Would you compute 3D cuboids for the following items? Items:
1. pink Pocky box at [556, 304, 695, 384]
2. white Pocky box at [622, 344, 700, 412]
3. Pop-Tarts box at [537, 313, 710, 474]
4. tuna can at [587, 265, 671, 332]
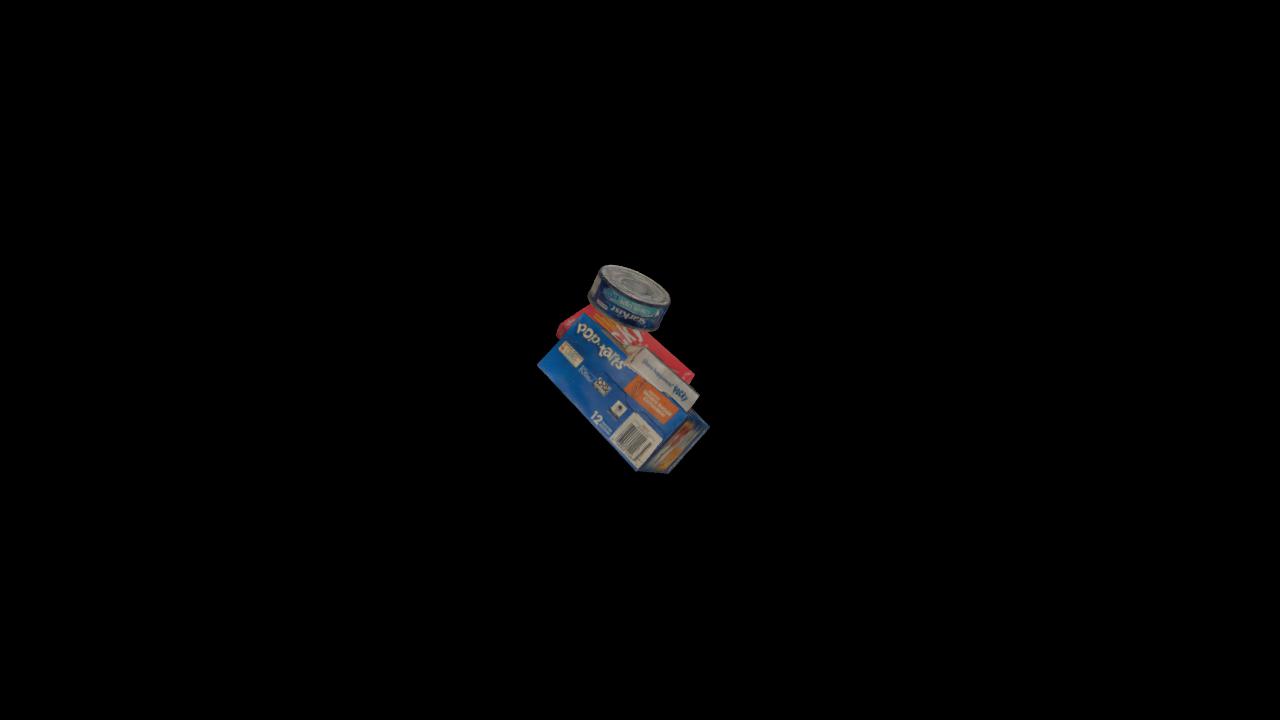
[{"bbox_3d":[-0.017,-0.006,0.734,0.084,0.155,0.029,-38,-14,-39],"label":"pink Pocky box"},{"bbox_3d":[0.007,0.016,0.703,0.084,0.028,0.154,41,-7,-14],"label":"white Pocky box"},{"bbox_3d":[-0.014,0.043,0.711,0.167,0.083,0.141,45,3,20],"label":"Pop-Tarts box"},{"bbox_3d":[-0.010,-0.066,0.647,0.084,0.034,0.084,22,26,-11],"label":"tuna can"}]
